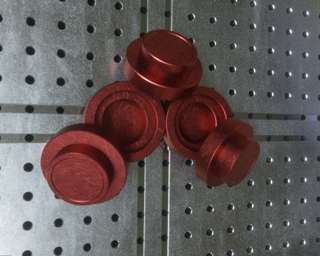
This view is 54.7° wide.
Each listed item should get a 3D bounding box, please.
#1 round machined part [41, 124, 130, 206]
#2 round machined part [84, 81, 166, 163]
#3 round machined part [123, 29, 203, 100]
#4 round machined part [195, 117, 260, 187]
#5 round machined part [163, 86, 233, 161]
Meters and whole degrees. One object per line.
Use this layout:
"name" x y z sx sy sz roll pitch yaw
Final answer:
"round machined part" -0.086 0.048 0.348 0.099 0.042 0.097 2 115 4
"round machined part" -0.046 -0.007 0.386 0.099 0.042 0.097 0 90 -21
"round machined part" 0.007 -0.083 0.380 0.099 0.042 0.098 11 49 -12
"round machined part" 0.095 0.038 0.412 0.099 0.042 0.097 -29 136 -32
"round machined part" 0.046 -0.006 0.422 0.099 0.042 0.097 0 90 -21
